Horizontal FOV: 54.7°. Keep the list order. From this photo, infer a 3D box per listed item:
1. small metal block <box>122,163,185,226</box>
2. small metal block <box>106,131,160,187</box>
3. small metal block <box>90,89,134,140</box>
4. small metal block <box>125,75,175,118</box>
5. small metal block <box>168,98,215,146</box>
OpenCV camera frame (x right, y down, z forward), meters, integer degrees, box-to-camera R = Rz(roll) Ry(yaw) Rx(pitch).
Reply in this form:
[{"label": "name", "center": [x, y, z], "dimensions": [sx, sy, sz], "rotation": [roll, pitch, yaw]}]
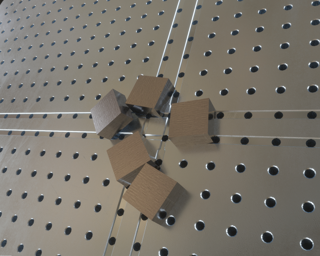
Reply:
[{"label": "small metal block", "center": [-0.008, 0.077, 0.364], "dimensions": [0.050, 0.025, 0.050], "rotation": [27, 76, 36]}, {"label": "small metal block", "center": [-0.036, 0.040, 0.401], "dimensions": [0.050, 0.025, 0.050], "rotation": [-32, 52, 7]}, {"label": "small metal block", "center": [-0.070, -0.020, 0.448], "dimensions": [0.050, 0.025, 0.050], "rotation": [-40, 50, 20]}, {"label": "small metal block", "center": [-0.014, -0.046, 0.442], "dimensions": [0.050, 0.025, 0.050], "rotation": [12, 67, 32]}, {"label": "small metal block", "center": [0.040, -0.007, 0.390], "dimensions": [0.050, 0.025, 0.050], "rotation": [-7, 59, 24]}]
